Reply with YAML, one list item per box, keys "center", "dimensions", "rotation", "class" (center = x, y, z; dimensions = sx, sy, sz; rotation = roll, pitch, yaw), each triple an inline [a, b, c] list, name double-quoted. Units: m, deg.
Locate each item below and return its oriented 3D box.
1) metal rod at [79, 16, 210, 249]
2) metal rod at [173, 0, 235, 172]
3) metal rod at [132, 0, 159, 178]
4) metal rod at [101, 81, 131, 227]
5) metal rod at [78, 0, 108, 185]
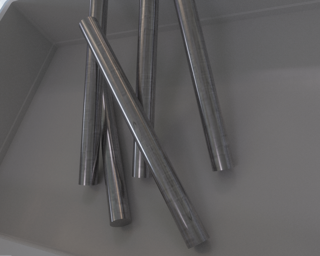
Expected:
- center: [-0.027, -0.009, 0.359]
  dimensions: [0.025, 0.025, 0.299]
  rotation: [-30, 73, 9]
  class: "metal rod"
- center: [0.040, -0.099, 0.364]
  dimensions: [0.025, 0.025, 0.299]
  rotation: [-15, 82, 20]
  class: "metal rod"
- center: [-0.016, -0.089, 0.390]
  dimensions: [0.025, 0.025, 0.298]
  rotation: [1, 87, 28]
  class: "metal rod"
- center: [-0.076, -0.006, 0.449]
  dimensions: [0.025, 0.025, 0.299]
  rotation: [-24, 53, 13]
  class: "metal rod"
- center: [-0.089, -0.074, 0.423]
  dimensions: [0.025, 0.025, 0.298]
  rotation: [0, 85, 28]
  class: "metal rod"
